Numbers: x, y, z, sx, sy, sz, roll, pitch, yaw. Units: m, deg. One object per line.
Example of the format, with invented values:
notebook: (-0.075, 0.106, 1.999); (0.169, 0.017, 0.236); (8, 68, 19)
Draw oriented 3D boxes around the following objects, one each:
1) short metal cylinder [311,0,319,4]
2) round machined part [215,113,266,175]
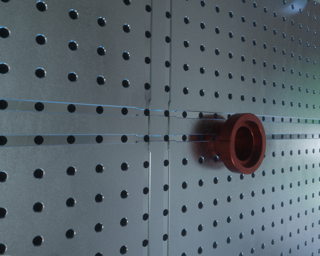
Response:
short metal cylinder: (0.354, -0.314, 0.669); (0.050, 0.080, 0.079); (-2, 92, -40)
round machined part: (0.127, 0.025, 0.505); (0.099, 0.042, 0.097); (0, 90, -40)
